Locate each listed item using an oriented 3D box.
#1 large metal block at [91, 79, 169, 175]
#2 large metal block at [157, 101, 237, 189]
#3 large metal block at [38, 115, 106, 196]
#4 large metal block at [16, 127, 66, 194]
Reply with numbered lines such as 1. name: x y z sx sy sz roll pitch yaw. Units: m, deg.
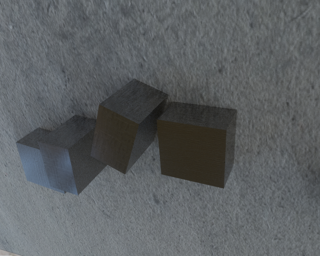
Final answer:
1. large metal block: -0.038 -0.004 0.387 0.050 0.080 0.079 27 128 11
2. large metal block: 0.046 0.019 0.377 0.080 0.050 0.079 9 123 23
3. large metal block: -0.123 0.038 0.457 0.050 0.080 0.079 12 123 21
4. large metal block: -0.181 0.053 0.517 0.080 0.050 0.079 13 124 20
